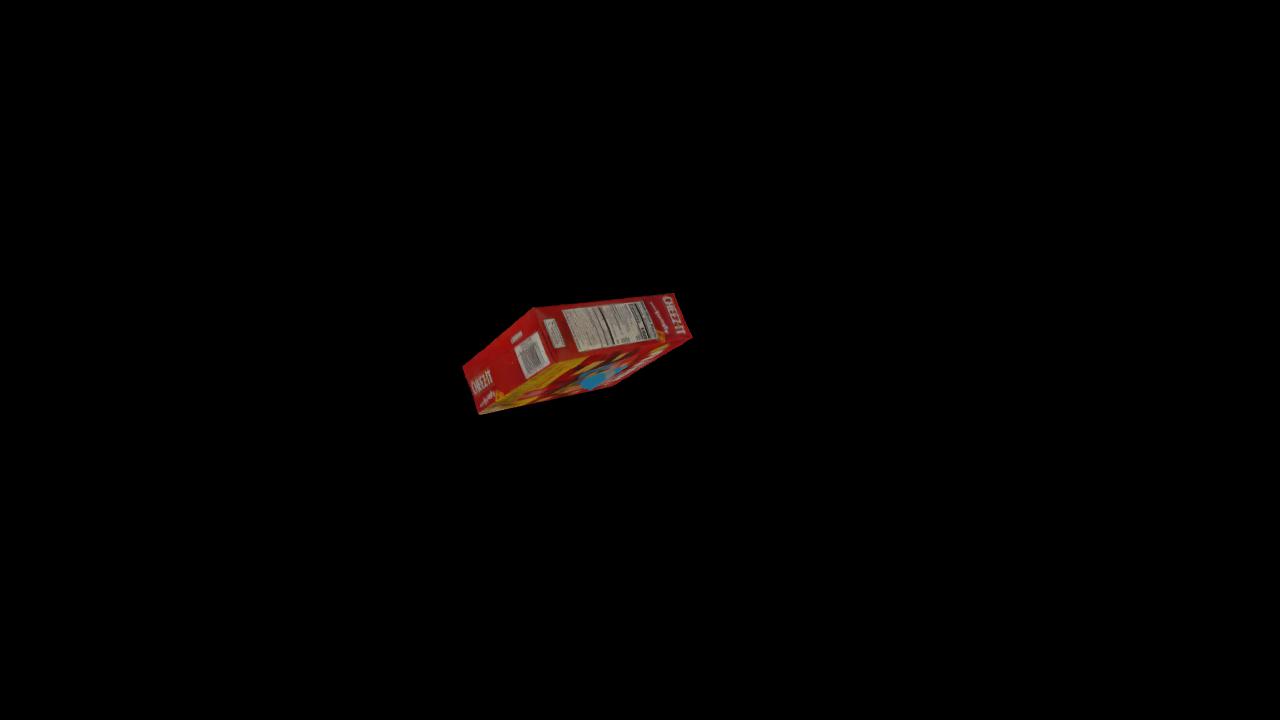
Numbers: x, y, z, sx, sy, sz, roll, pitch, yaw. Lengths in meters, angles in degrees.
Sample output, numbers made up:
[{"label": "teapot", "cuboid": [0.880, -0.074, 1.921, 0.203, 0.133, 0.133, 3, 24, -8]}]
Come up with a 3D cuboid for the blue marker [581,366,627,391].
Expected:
[{"label": "blue marker", "cuboid": [-0.022, 0.002, 0.739, 0.121, 0.020, 0.020, -32, 17, -29]}]

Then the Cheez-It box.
[{"label": "Cheez-It box", "cuboid": [-0.070, -0.009, 0.728, 0.223, 0.071, 0.166, -11, -14, -46]}]
